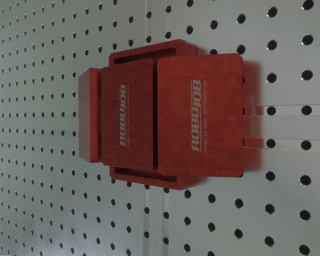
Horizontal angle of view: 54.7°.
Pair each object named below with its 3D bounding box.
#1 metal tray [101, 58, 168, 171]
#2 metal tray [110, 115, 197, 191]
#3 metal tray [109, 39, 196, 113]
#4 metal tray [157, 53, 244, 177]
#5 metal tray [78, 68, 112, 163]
[{"bbox_3d":[-0.034,-0.016,0.392,0.090,0.030,0.129,0,90,39],"label":"metal tray"},{"bbox_3d":[-0.013,0.029,0.415,0.130,0.030,0.089,1,91,39],"label":"metal tray"},{"bbox_3d":[-0.014,-0.062,0.415,0.130,0.030,0.089,1,91,39],"label":"metal tray"},{"bbox_3d":[0.045,-0.013,0.343,0.090,0.030,0.129,-1,90,12],"label":"metal tray"},{"bbox_3d":[-0.098,-0.017,0.461,0.090,0.030,0.129,180,90,-65],"label":"metal tray"}]
